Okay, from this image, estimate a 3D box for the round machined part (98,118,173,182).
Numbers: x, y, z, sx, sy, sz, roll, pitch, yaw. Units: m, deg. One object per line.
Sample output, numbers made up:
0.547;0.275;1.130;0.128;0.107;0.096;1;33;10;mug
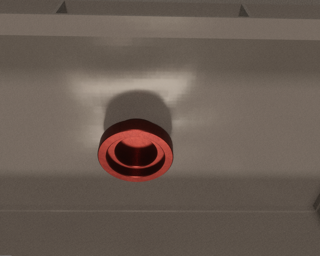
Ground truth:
-0.032;0.026;0.419;0.099;0.042;0.097;-1;130;0;round machined part
